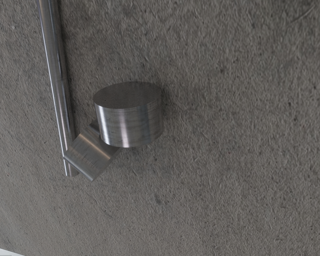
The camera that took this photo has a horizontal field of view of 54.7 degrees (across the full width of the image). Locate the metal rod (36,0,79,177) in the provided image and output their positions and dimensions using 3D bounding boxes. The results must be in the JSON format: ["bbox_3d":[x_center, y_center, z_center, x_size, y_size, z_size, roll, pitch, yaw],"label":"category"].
[{"bbox_3d":[-0.144,-0.050,0.452,0.025,0.025,0.298,15,125,19],"label":"metal rod"}]

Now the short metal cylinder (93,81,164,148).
[{"bbox_3d":[-0.037,-0.019,0.379,0.080,0.080,0.050,9,122,23],"label":"short metal cylinder"}]

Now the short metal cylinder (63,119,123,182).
[{"bbox_3d":[-0.088,0.030,0.436,0.050,0.080,0.080,40,129,1],"label":"short metal cylinder"}]
